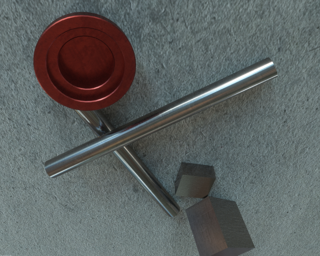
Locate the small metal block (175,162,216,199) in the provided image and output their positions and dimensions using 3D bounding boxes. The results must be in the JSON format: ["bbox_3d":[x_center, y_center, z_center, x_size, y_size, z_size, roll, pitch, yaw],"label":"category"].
[{"bbox_3d":[0.053,0.081,0.478,0.050,0.025,0.050,8,130,-7],"label":"small metal block"}]

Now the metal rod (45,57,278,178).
[{"bbox_3d":[-0.007,-0.008,0.377,0.301,0.025,0.025,-25,127,10],"label":"metal rod"}]

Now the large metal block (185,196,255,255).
[{"bbox_3d":[0.096,0.161,0.496,0.050,0.080,0.080,-39,140,28],"label":"large metal block"}]

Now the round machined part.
[{"bbox_3d":[-0.077,-0.070,0.324,0.099,0.042,0.097,-6,120,-11],"label":"round machined part"}]

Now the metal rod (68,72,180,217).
[{"bbox_3d":[-0.047,0.040,0.440,0.025,0.025,0.299,-22,127,17],"label":"metal rod"}]
